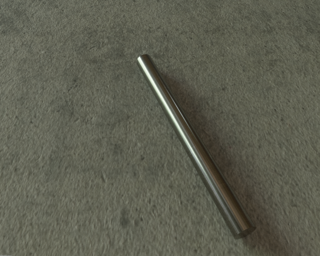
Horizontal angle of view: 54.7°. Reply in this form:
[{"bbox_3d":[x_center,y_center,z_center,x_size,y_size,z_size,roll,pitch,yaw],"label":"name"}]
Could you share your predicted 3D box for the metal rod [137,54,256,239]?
[{"bbox_3d":[0.031,0.000,0.403,0.025,0.025,0.300,-17,52,-14],"label":"metal rod"}]
